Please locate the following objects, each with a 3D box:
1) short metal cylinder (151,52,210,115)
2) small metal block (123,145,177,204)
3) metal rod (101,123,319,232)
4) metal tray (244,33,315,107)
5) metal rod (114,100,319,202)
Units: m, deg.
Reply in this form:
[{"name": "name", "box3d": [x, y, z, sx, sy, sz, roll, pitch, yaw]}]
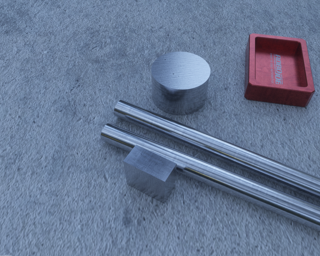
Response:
[{"name": "short metal cylinder", "box3d": [0.028, -0.064, 0.441, 0.081, 0.050, 0.080, 0, 50, 0]}, {"name": "small metal block", "box3d": [-0.011, 0.052, 0.343, 0.050, 0.050, 0.025, 24, 54, 18]}, {"name": "metal rod", "box3d": [0.066, 0.057, 0.355, 0.301, 0.025, 0.025, 21, 53, 16]}, {"name": "metal tray", "box3d": [0.180, -0.093, 0.479, 0.090, 0.030, 0.130, 9, 50, 7]}, {"name": "metal rod", "box3d": [0.077, 0.027, 0.380, 0.301, 0.025, 0.025, 22, 54, 17]}]
